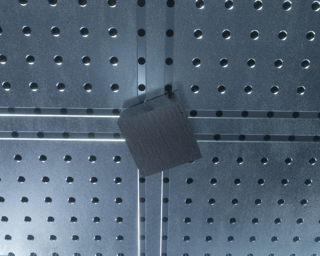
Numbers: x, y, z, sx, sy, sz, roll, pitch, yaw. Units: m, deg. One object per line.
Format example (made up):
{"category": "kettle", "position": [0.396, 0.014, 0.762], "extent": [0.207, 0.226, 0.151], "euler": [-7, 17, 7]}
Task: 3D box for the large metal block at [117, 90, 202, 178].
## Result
{"category": "large metal block", "position": [0.001, 0.007, 0.400], "extent": [0.080, 0.050, 0.080], "euler": [-20, 109, 6]}
